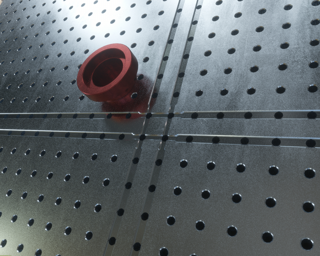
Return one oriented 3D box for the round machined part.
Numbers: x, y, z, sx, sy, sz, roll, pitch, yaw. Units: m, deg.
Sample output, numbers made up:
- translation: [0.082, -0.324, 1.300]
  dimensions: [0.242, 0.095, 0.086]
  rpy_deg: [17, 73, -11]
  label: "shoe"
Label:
- translation: [-0.077, -0.082, 0.486]
  dimensions: [0.098, 0.042, 0.098]
  rpy_deg: [-13, 56, 20]
  label: "round machined part"
